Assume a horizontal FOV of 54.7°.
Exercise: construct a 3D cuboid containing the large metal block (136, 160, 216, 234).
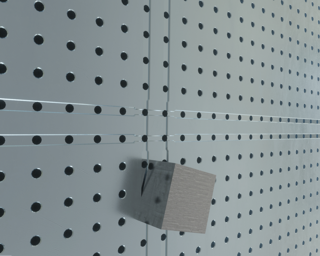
[{"bbox_3d":[0.024,0.092,0.415,0.080,0.050,0.080,21,77,-38],"label":"large metal block"}]
